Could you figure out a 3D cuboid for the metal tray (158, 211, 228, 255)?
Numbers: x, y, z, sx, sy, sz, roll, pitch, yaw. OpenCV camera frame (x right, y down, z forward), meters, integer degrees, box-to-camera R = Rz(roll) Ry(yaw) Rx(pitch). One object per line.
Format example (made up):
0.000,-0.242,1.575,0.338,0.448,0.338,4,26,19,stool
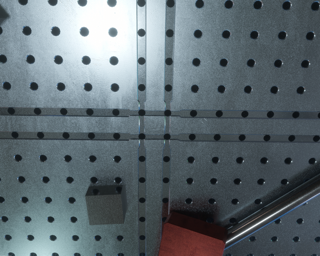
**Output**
0.044,0.200,0.470,0.090,0.030,0.129,14,111,14,metal tray

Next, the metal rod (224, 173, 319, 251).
0.162,0.129,0.463,0.300,0.025,0.025,-36,107,11,metal rod

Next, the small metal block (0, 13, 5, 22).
-0.213,-0.137,0.347,0.025,0.050,0.050,-35,107,12,small metal block

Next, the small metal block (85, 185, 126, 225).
-0.079,0.113,0.454,0.050,0.025,0.050,-3,110,0,small metal block
